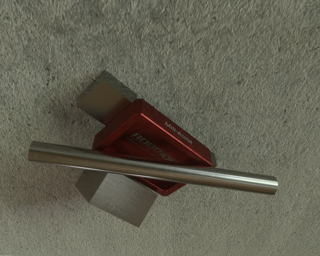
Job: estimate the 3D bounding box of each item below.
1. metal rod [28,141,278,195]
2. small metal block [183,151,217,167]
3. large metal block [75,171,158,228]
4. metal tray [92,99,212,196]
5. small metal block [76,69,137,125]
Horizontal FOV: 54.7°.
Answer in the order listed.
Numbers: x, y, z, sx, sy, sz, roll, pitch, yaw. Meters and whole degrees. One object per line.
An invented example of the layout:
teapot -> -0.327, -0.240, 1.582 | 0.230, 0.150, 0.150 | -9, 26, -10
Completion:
metal rod -> -0.001, 0.051, 0.380 | 0.302, 0.025, 0.025 | 9, 130, -9
small metal block -> 0.046, 0.049, 0.451 | 0.050, 0.025, 0.050 | 31, 123, -24
large metal block -> -0.063, 0.087, 0.435 | 0.080, 0.080, 0.050 | 36, 80, -27
metal tray -> -0.008, 0.031, 0.398 | 0.130, 0.030, 0.090 | 36, 121, -27
small metal block -> -0.064, -0.034, 0.378 | 0.050, 0.025, 0.050 | -38, 121, 27
